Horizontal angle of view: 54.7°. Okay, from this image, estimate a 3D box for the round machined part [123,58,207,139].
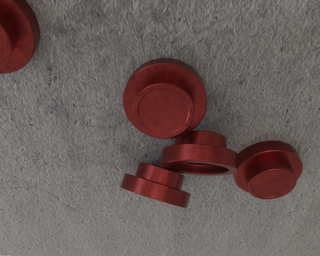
[{"bbox_3d":[0.005,-0.028,0.360,0.099,0.042,0.097,2,120,3],"label":"round machined part"}]

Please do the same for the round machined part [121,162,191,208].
[{"bbox_3d":[-0.003,0.078,0.441,0.098,0.042,0.098,17,169,4],"label":"round machined part"}]

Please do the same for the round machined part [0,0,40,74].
[{"bbox_3d":[-0.178,-0.096,0.312,0.099,0.042,0.097,0,130,0],"label":"round machined part"}]

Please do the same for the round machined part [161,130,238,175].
[{"bbox_3d":[0.052,0.033,0.406,0.099,0.042,0.098,5,162,2],"label":"round machined part"}]

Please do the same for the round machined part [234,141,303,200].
[{"bbox_3d":[0.160,0.068,0.455,0.099,0.042,0.097,0,130,0],"label":"round machined part"}]
